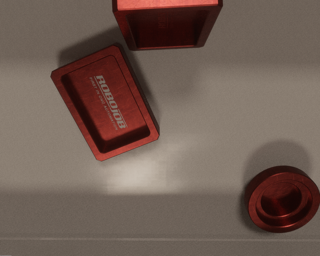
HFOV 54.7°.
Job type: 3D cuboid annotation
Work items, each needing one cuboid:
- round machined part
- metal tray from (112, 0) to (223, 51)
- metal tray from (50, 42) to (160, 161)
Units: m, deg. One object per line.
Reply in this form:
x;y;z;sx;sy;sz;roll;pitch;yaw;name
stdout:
0.169;0.096;0.440;0.099;0.042;0.097;0;110;-1;round machined part
0.006;-0.111;0.313;0.091;0.130;0.030;-3;90;1;metal tray
-0.066;-0.031;0.396;0.090;0.030;0.129;-22;109;7;metal tray
